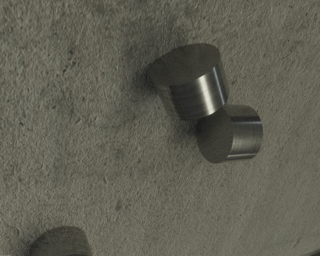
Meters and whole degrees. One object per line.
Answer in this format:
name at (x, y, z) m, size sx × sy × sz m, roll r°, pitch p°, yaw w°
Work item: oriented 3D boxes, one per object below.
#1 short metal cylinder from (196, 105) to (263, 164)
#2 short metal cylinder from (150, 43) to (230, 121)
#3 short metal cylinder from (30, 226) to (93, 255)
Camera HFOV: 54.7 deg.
short metal cylinder at (0.094, 0.007, 0.427) m, size 0.050 × 0.080 × 0.079 m, roll -1°, pitch 119°, yaw -28°
short metal cylinder at (0.035, -0.054, 0.357) m, size 0.080 × 0.080 × 0.050 m, roll -32°, pitch 129°, yaw -8°
short metal cylinder at (-0.136, 0.185, 0.431) m, size 0.081 × 0.050 × 0.079 m, roll -14°, pitch 124°, yaw -21°
